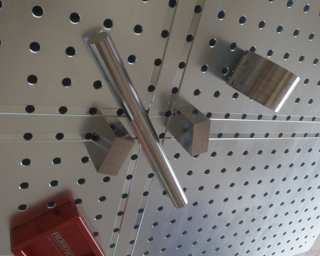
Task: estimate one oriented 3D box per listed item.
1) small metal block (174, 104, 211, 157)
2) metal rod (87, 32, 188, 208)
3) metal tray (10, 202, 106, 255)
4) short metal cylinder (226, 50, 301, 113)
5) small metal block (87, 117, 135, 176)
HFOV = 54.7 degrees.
[{"bbox_3d":[0.043,0.002,0.422,0.025,0.050,0.050,-13,124,-21],"label":"small metal block"},{"bbox_3d":[-0.015,0.013,0.412,0.025,0.025,0.299,-31,129,-9],"label":"metal rod"},{"bbox_3d":[-0.138,0.174,0.441,0.091,0.030,0.129,-25,128,-13],"label":"metal tray"},{"bbox_3d":[0.136,-0.063,0.413,0.081,0.080,0.050,18,109,-36],"label":"short metal cylinder"},{"bbox_3d":[-0.061,0.022,0.377,0.025,0.050,0.050,19,108,-36],"label":"small metal block"}]
